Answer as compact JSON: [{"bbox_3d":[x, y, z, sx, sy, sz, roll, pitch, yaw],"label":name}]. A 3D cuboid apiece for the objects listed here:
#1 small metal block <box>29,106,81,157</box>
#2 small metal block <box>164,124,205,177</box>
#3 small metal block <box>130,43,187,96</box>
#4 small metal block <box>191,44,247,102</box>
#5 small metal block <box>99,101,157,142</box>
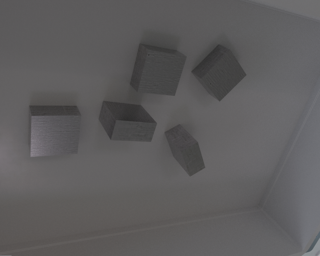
[{"bbox_3d":[-0.118,0.003,0.346,0.050,0.025,0.050,-2,119,-28],"label":"small metal block"},{"bbox_3d":[0.034,0.031,0.430,0.025,0.050,0.050,-29,128,-10],"label":"small metal block"},{"bbox_3d":[-0.003,-0.068,0.365,0.050,0.025,0.050,2,117,-30],"label":"small metal block"},{"bbox_3d":[0.078,-0.072,0.407,0.050,0.025,0.050,-45,129,3],"label":"small metal block"},{"bbox_3d":[-0.039,-0.008,0.366,0.050,0.050,0.025,4,116,-30],"label":"small metal block"}]
